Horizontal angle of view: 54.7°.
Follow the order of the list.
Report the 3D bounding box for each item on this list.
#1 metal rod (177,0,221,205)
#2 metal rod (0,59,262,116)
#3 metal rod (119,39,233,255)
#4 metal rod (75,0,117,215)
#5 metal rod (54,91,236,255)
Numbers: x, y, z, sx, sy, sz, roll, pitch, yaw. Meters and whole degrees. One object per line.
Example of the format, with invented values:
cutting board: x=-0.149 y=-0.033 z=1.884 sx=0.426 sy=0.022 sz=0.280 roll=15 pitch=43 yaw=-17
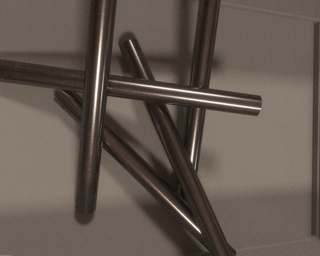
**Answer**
metal rod: x=0.046 y=-0.030 z=0.391 sx=0.025 sy=0.025 sz=0.298 roll=1 pitch=104 yaw=-20
metal rod: x=-0.033 y=-0.046 z=0.356 sx=0.302 sy=0.025 sz=0.025 roll=7 pitch=88 yaw=-5
metal rod: x=0.020 y=0.029 z=0.386 sx=0.025 sy=0.025 sz=0.299 roll=-22 pitch=86 yaw=-19
metal rod: x=-0.068 y=-0.039 z=0.327 sx=0.025 sy=0.025 sz=0.298 roll=2 pitch=112 yaw=-20
metal rod: x=-0.013 y=0.064 z=0.389 sx=0.300 sy=0.025 sz=0.025 roll=46 pitch=76 yaw=-8
